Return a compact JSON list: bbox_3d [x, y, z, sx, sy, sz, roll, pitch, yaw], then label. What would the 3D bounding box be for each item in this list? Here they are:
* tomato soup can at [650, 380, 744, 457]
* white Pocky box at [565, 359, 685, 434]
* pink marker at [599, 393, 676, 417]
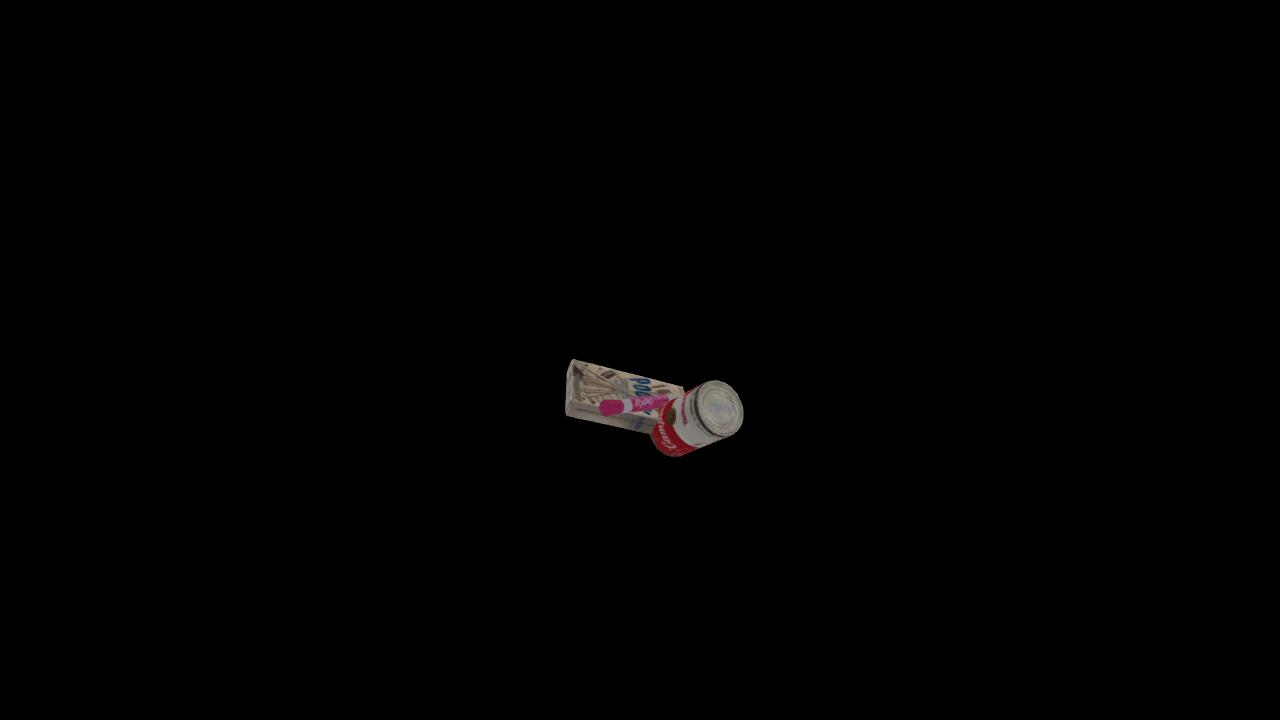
[{"bbox_3d":[0.064,0.070,0.717,0.068,0.068,0.101,0,-19,-33],"label":"tomato soup can"},{"bbox_3d":[-0.015,0.050,0.755,0.154,0.028,0.084,14,33,-15],"label":"white Pocky box"},{"bbox_3d":[-0.002,0.052,0.726,0.020,0.020,0.121,0,1,43],"label":"pink marker"}]
